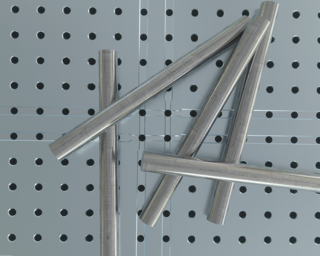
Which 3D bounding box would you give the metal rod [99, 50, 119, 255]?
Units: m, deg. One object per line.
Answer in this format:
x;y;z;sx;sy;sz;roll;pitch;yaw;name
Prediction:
-0.068;0.048;0.412;0.025;0.025;0.298;0;90;-1;metal rod

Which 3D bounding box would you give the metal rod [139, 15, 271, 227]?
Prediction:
0.056;-0.006;0.402;0.025;0.025;0.299;29;94;-1;metal rod

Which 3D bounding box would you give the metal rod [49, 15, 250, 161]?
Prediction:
-0.005;-0.055;0.396;0.301;0.025;0.025;-35;90;-7;metal rod

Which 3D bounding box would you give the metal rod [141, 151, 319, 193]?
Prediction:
0.127;0.060;0.393;0.302;0.025;0.025;8;90;-9;metal rod

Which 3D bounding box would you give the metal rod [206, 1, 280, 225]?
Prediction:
0.111;-0.020;0.414;0.025;0.025;0.298;14;90;-1;metal rod
